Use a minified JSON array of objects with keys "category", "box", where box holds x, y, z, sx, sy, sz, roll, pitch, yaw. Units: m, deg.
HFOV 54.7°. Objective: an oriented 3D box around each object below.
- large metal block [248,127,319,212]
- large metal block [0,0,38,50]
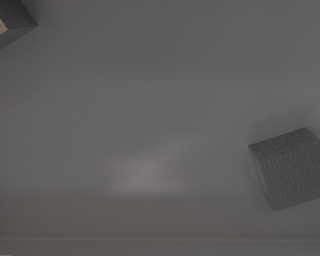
[{"category":"large metal block","box":[0.175,0.055,0.420,0.080,0.050,0.080,-19,109,7]},{"category":"large metal block","box":[-0.196,-0.112,0.339,0.080,0.080,0.050,-28,108,9]}]
